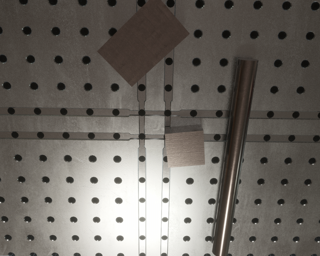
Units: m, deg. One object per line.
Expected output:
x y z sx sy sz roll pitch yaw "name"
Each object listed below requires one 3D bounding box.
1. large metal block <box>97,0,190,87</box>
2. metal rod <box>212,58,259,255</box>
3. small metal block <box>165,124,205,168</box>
-0.017 -0.099 0.347 0.080 0.080 0.050 -41 106 13 "large metal block"
0.102 0.054 0.434 0.025 0.025 0.298 3 110 -2 "metal rod"
0.034 0.024 0.423 0.050 0.025 0.050 -5 110 1 "small metal block"
